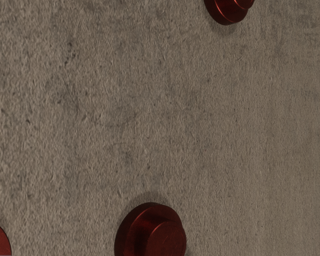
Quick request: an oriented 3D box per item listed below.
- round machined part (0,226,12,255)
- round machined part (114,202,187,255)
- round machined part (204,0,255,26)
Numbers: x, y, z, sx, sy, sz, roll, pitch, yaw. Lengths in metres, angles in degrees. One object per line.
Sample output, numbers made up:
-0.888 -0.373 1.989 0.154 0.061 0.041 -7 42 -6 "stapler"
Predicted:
-0.172 0.117 0.250 0.099 0.042 0.097 0 90 -40 "round machined part"
-0.005 0.147 0.392 0.099 0.042 0.097 0 90 -40 "round machined part"
0.115 -0.218 0.492 0.099 0.042 0.097 0 90 -40 "round machined part"
